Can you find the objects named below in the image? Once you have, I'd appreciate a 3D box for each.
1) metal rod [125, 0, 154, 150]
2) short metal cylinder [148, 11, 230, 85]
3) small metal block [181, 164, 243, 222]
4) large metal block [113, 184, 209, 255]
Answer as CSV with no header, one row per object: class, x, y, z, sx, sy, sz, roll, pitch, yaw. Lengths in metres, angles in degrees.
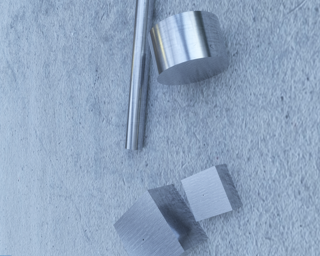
metal rod,-0.024,-0.120,0.422,0.025,0.025,0.298,8,95,39
short metal cylinder,0.031,-0.085,0.342,0.080,0.081,0.050,-19,78,38
small metal block,0.059,0.074,0.355,0.050,0.025,0.050,-31,71,35
large metal block,-0.001,0.129,0.388,0.080,0.050,0.080,-50,61,28
